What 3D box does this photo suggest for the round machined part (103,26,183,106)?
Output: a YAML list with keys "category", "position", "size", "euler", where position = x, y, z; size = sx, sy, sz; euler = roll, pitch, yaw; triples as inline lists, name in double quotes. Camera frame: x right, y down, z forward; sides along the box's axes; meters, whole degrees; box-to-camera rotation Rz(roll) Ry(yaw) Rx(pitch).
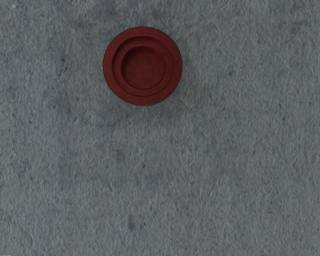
- category: "round machined part"
  position: [-0.021, -0.077, 0.401]
  size: [0.099, 0.042, 0.097]
  euler: [0, 90, -1]
